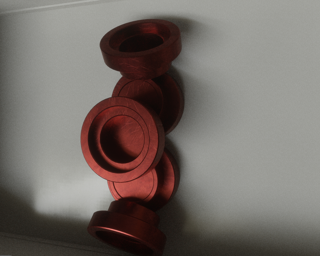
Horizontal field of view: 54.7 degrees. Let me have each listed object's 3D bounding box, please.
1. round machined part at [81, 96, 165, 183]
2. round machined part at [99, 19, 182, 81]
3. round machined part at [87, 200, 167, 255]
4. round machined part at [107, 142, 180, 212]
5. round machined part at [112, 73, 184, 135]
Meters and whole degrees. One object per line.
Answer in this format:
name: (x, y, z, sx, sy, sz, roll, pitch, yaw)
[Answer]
round machined part: (-0.040, 0.013, 0.367, 0.098, 0.042, 0.097, 0, 90, 19)
round machined part: (-0.022, -0.095, 0.387, 0.098, 0.098, 0.042, 8, 135, 19)
round machined part: (-0.038, 0.126, 0.393, 0.098, 0.098, 0.042, 7, 55, 19)
round machined part: (-0.027, 0.065, 0.408, 0.098, 0.042, 0.097, 0, 90, 19)
round machined part: (-0.021, -0.033, 0.406, 0.098, 0.042, 0.097, 0, 90, 19)
